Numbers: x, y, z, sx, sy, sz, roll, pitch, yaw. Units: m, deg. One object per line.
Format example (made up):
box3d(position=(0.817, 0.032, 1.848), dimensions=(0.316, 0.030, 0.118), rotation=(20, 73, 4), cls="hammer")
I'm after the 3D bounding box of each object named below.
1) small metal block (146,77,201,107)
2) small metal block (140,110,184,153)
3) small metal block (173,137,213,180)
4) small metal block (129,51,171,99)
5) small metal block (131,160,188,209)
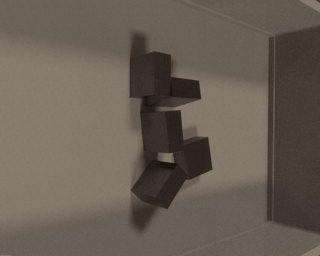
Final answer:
box3d(position=(0.017, -0.045, 0.404), dimensions=(0.050, 0.050, 0.025), rotation=(0, 81, -41), cls="small metal block")
box3d(position=(0.002, 0.004, 0.394), dimensions=(0.025, 0.050, 0.050), rotation=(-9, 96, -40), cls="small metal block")
box3d(position=(0.047, 0.042, 0.449), dimensions=(0.050, 0.025, 0.050), rotation=(-15, 100, -39), cls="small metal block")
box3d(position=(-0.013, -0.063, 0.381), dimensions=(0.025, 0.050, 0.050), rotation=(0, 90, -40), cls="small metal block")
box3d(position=(-0.001, 0.070, 0.392), dimensions=(0.025, 0.050, 0.050), rotation=(52, 60, -28), cls="small metal block")
